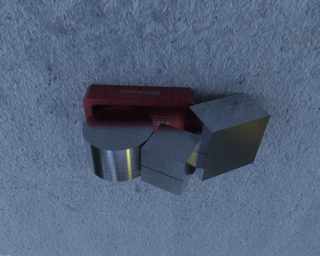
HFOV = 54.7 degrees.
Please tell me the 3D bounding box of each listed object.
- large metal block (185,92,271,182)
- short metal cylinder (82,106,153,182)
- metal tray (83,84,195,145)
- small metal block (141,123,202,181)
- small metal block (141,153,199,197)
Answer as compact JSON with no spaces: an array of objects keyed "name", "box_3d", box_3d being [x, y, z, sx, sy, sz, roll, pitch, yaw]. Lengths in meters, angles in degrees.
[{"name":"large metal block","box_3d":[0.078,0.010,0.383,0.081,0.050,0.079,-15,134,-22]},{"name":"short metal cylinder","box_3d":[-0.048,0.017,0.370,0.081,0.080,0.050,1,130,-1]},{"name":"metal tray","box_3d":[-0.025,-0.009,0.397,0.131,0.030,0.089,2,130,-2]},{"name":"small metal block","box_3d":[0.013,0.025,0.345,0.050,0.050,0.025,19,131,18]},{"name":"small metal block","box_3d":[0.012,0.045,0.361,0.050,0.050,0.025,19,131,18]}]
